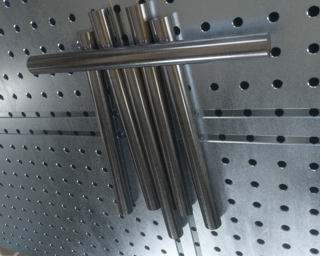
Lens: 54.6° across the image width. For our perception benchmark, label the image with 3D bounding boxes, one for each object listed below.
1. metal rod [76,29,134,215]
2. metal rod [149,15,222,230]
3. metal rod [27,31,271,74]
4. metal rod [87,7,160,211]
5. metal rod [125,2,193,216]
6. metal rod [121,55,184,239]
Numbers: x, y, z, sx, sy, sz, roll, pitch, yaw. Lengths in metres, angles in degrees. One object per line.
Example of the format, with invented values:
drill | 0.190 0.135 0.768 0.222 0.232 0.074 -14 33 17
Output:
metal rod | -0.074 0.009 0.455 0.025 0.025 0.298 7 122 25
metal rod | 0.039 0.011 0.398 0.025 0.025 0.299 -3 117 29
metal rod | -0.035 -0.080 0.348 0.300 0.025 0.025 2 119 27
metal rod | -0.041 -0.008 0.429 0.025 0.025 0.298 1 119 28
metal rod | 0.006 -0.005 0.407 0.025 0.025 0.298 1 119 28
metal rod | -0.006 0.041 0.440 0.025 0.025 0.298 1 119 28
